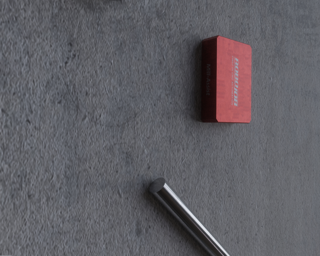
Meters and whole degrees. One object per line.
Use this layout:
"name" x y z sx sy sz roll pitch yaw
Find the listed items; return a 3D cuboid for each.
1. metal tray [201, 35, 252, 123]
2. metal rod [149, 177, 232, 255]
"metal tray" 0.107 -0.073 0.494 0.091 0.030 0.129 1 90 -40
"metal rod" 0.079 0.178 0.473 0.300 0.025 0.025 52 60 -28
